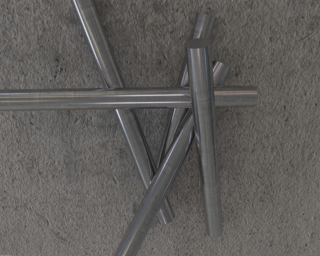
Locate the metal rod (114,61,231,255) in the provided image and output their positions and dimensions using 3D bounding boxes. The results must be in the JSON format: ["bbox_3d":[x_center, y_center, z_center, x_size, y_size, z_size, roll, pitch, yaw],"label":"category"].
[{"bbox_3d":[0.009,0.056,0.386,0.025,0.025,0.299,27,91,-10],"label":"metal rod"}]

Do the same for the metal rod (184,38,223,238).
[{"bbox_3d":[0.059,0.038,0.380,0.025,0.025,0.298,-9,126,3],"label":"metal rod"}]

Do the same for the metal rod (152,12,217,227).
[{"bbox_3d":[0.019,0.004,0.411,0.025,0.025,0.298,13,110,-5],"label":"metal rod"}]

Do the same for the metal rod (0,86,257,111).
[{"bbox_3d":[-0.042,-0.034,0.356,0.302,0.025,0.025,-1,110,-1],"label":"metal rod"}]

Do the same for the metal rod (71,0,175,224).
[{"bbox_3d":[-0.041,-0.012,0.389,0.025,0.025,0.298,-18,104,6],"label":"metal rod"}]
